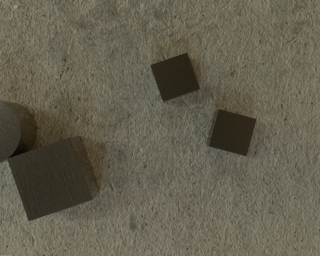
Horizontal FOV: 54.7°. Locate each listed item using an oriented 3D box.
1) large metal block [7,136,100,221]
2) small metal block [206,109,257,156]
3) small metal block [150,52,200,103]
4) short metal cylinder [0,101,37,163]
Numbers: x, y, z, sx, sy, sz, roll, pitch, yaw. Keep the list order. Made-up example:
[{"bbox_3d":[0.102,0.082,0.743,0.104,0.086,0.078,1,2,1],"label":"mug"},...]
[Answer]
[{"bbox_3d":[-0.132,0.061,0.396,0.080,0.050,0.080,-19,90,0],"label":"large metal block"},{"bbox_3d":[0.094,0.006,0.411,0.050,0.025,0.050,15,90,0],"label":"small metal block"},{"bbox_3d":[0.020,-0.066,0.410,0.050,0.025,0.050,-19,90,0],"label":"small metal block"},{"bbox_3d":[-0.207,0.004,0.396,0.081,0.050,0.080,0,90,0],"label":"short metal cylinder"}]
